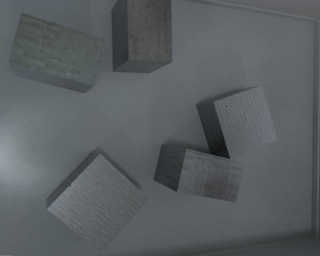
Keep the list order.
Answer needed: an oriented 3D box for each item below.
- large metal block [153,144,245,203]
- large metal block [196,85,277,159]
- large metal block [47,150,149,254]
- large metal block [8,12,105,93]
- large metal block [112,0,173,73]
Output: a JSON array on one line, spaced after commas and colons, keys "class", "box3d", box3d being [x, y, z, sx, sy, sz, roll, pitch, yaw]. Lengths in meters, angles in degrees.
[{"class": "large metal block", "box3d": [0.047, 0.057, 0.400, 0.081, 0.080, 0.050, 14, 86, -20]}, {"class": "large metal block", "box3d": [0.108, -0.009, 0.439, 0.081, 0.050, 0.080, -20, 97, -19]}, {"class": "large metal block", "box3d": [-0.075, 0.085, 0.370, 0.080, 0.050, 0.080, 46, 76, -15]}, {"class": "large metal block", "box3d": [-0.113, -0.076, 0.340, 0.081, 0.080, 0.050, 13, 86, -20]}, {"class": "large metal block", "box3d": [-0.024, -0.113, 0.373, 0.050, 0.080, 0.079, -1, 91, -20]}]
